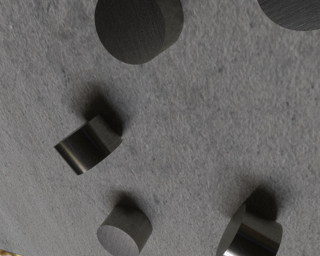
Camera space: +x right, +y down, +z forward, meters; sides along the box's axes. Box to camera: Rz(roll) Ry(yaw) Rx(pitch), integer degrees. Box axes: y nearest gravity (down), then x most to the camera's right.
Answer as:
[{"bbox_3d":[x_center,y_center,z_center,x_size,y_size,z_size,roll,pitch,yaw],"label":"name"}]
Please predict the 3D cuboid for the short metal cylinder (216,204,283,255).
[{"bbox_3d":[0.114,0.147,0.401,0.050,0.080,0.079,29,128,9],"label":"short metal cylinder"}]

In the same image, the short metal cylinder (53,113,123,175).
[{"bbox_3d":[-0.100,0.021,0.435,0.080,0.080,0.050,-28,103,37],"label":"short metal cylinder"}]

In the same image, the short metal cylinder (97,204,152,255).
[{"bbox_3d":[-0.060,0.179,0.531,0.080,0.050,0.079,13,124,20],"label":"short metal cylinder"}]

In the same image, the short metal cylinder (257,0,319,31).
[{"bbox_3d":[0.122,-0.124,0.249,0.080,0.050,0.079,13,124,20],"label":"short metal cylinder"}]

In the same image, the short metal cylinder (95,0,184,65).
[{"bbox_3d":[-0.021,-0.114,0.330,0.080,0.050,0.079,13,124,20],"label":"short metal cylinder"}]
